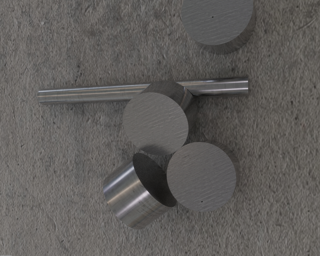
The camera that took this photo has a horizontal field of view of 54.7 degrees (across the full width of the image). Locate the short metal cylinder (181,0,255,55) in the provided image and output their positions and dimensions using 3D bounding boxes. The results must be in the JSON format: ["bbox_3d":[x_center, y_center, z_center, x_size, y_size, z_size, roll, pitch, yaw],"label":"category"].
[{"bbox_3d":[0.071,-0.133,0.371,0.080,0.050,0.080,0,90,20],"label":"short metal cylinder"}]

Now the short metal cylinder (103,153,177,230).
[{"bbox_3d":[-0.024,0.078,0.388,0.050,0.080,0.080,-40,78,16],"label":"short metal cylinder"}]

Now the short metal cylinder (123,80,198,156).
[{"bbox_3d":[0.002,-0.013,0.380,0.080,0.050,0.079,8,116,16],"label":"short metal cylinder"}]

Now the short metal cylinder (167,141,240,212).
[{"bbox_3d":[0.054,0.056,0.377,0.080,0.050,0.080,0,90,20],"label":"short metal cylinder"}]

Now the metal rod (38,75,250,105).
[{"bbox_3d":[-0.035,-0.049,0.421,0.301,0.025,0.025,-1,90,19],"label":"metal rod"}]
